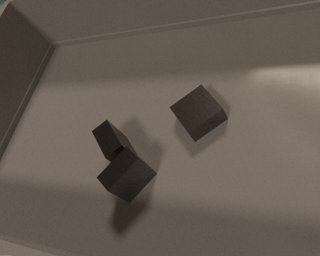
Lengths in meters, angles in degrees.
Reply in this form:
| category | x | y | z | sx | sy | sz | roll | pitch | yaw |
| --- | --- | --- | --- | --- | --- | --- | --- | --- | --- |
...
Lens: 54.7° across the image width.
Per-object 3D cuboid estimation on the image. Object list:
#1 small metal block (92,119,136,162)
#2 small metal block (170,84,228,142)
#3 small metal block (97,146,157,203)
| category | x | y | z | sx | sy | sz | roll | pitch | yaw |
| --- | --- | --- | --- | --- | --- | --- | --- | --- | --- |
| small metal block | -0.056 | 0.024 | 0.403 | 0.025 | 0.050 | 0.050 | -38 | 51 | 3 |
| small metal block | 0.048 | -0.019 | 0.391 | 0.050 | 0.025 | 0.050 | -36 | 51 | 4 |
| small metal block | -0.039 | 0.057 | 0.373 | 0.050 | 0.050 | 0.025 | -47 | 52 | -5 |
